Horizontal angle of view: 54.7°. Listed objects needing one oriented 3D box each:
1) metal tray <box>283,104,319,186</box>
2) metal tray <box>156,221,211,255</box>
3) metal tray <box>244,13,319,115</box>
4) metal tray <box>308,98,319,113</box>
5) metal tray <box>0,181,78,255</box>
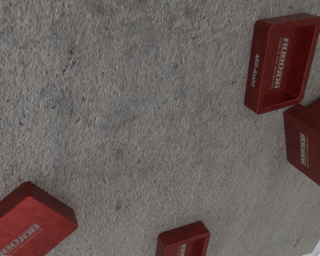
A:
[{"bbox_3d":[0.256,0.031,0.523,0.030,0.090,0.130,-30,129,-9],"label":"metal tray"},{"bbox_3d":[0.039,0.238,0.571,0.091,0.030,0.129,-9,123,-24],"label":"metal tray"},{"bbox_3d":[0.172,-0.090,0.441,0.091,0.030,0.129,-15,125,-20],"label":"metal tray"},{"bbox_3d":[0.315,-0.027,0.553,0.130,0.030,0.090,-36,129,-9],"label":"metal tray"},{"bbox_3d":[-0.183,0.137,0.388,0.130,0.030,0.090,-39,130,-2],"label":"metal tray"}]
